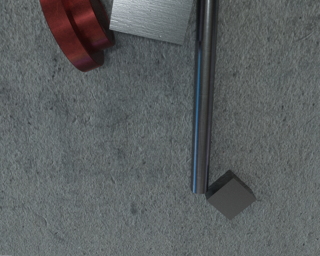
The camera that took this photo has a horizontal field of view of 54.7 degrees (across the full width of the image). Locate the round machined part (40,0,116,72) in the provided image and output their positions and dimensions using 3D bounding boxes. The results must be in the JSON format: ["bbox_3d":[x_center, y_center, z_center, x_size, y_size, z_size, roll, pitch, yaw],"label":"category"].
[{"bbox_3d":[-0.080,-0.112,0.328,0.042,0.098,0.098,-20,109,7],"label":"round machined part"}]

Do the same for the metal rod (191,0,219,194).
[{"bbox_3d":[0.056,-0.052,0.391,0.025,0.025,0.298,0,110,0],"label":"metal rod"}]

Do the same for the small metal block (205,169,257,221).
[{"bbox_3d":[0.101,0.097,0.447,0.050,0.025,0.050,42,104,-14],"label":"small metal block"}]

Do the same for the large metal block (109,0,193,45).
[{"bbox_3d":[-0.007,-0.143,0.342,0.081,0.050,0.079,10,110,-7],"label":"large metal block"}]
